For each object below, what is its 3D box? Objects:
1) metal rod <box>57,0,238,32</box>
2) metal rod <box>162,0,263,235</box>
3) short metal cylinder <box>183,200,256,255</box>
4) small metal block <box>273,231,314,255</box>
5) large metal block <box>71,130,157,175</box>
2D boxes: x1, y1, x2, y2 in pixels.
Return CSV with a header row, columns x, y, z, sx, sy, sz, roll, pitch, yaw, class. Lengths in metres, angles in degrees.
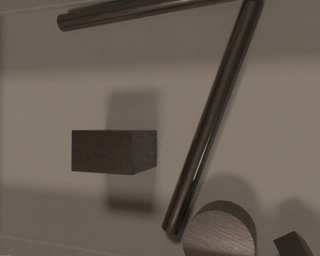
x,y,z,sx,sy,sz,roll,pitch,yaw,class
-0.004,-0.161,0.405,0.301,0.025,0.025,-2,89,21,metal rod
0.063,-0.007,0.387,0.025,0.025,0.298,21,97,18,metal rod
0.073,0.132,0.371,0.080,0.050,0.079,0,90,19,short metal cylinder
0.152,0.145,0.333,0.025,0.050,0.050,-33,46,17,small metal block
-0.056,0.028,0.400,0.080,0.080,0.050,1,90,19,large metal block
